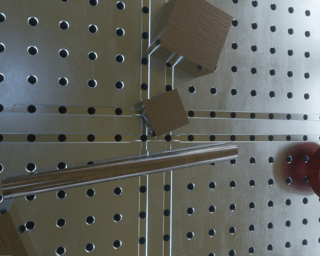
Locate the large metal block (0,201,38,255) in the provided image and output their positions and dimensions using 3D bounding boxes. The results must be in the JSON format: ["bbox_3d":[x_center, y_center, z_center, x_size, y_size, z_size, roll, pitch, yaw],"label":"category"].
[{"bbox_3d":[-0.185,0.137,0.331,0.081,0.050,0.080,-22,98,-19],"label":"large metal block"}]

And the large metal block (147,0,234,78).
[{"bbox_3d":[0.040,-0.123,0.414,0.080,0.050,0.080,22,83,-19],"label":"large metal block"}]

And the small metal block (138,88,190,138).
[{"bbox_3d":[0.005,-0.020,0.414,0.050,0.025,0.050,-23,98,-19],"label":"small metal block"}]

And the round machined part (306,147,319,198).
[{"bbox_3d":[0.281,0.071,0.507,0.099,0.042,0.097,0,90,-20],"label":"round machined part"}]

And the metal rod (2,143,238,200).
[{"bbox_3d":[-0.034,0.051,0.399,0.303,0.025,0.025,-7,93,-20],"label":"metal rod"}]
